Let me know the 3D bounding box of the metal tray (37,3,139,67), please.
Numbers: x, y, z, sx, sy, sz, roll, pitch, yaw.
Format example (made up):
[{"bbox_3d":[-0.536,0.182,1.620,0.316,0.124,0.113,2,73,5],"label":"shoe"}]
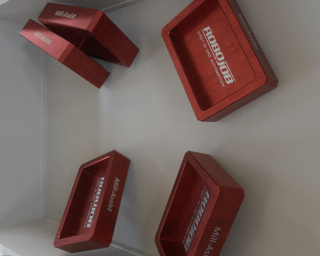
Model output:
[{"bbox_3d":[-0.103,-0.134,0.446,0.130,0.090,0.030,23,82,37],"label":"metal tray"}]

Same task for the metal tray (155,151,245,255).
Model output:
[{"bbox_3d":[0.037,0.102,0.345,0.090,0.030,0.129,-129,54,-64],"label":"metal tray"}]

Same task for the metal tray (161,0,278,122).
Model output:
[{"bbox_3d":[0.062,-0.083,0.352,0.090,0.030,0.130,-33,70,35],"label":"metal tray"}]

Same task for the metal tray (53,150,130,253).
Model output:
[{"bbox_3d":[-0.094,0.102,0.437,0.090,0.030,0.130,-25,41,37],"label":"metal tray"}]

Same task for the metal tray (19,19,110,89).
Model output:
[{"bbox_3d":[-0.148,-0.116,0.484,0.130,0.090,0.030,34,89,34],"label":"metal tray"}]
